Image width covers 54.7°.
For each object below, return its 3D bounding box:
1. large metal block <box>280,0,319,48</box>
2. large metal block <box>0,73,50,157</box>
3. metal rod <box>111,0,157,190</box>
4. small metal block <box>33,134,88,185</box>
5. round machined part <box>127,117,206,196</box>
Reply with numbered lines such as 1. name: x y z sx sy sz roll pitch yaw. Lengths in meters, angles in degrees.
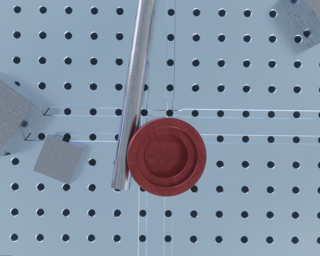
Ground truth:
1. large metal block: 0.220 -0.165 0.402 0.080 0.050 0.080 -33 90 0
2. large metal block: -0.208 -0.020 0.399 0.080 0.050 0.080 36 90 0
3. metal rod: -0.031 -0.068 0.412 0.025 0.025 0.298 8 90 0
4. small metal block: -0.131 0.041 0.412 0.050 0.025 0.050 22 90 0
5. round machined part: 0.007 0.035 0.400 0.099 0.042 0.097 0 91 -9
